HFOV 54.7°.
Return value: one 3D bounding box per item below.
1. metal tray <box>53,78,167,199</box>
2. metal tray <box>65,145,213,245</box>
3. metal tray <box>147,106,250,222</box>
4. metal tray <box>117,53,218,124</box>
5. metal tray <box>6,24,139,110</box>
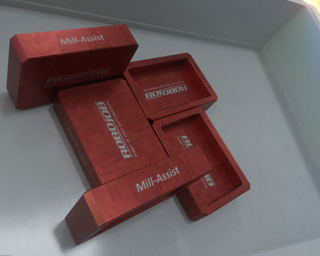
[{"bbox_3d":[-0.057,0.008,0.365,0.091,0.030,0.130,-19,72,-36],"label":"metal tray"},{"bbox_3d":[-0.020,0.066,0.310,0.131,0.090,0.030,-19,72,-35],"label":"metal tray"},{"bbox_3d":[0.048,0.041,0.402,0.091,0.030,0.130,-19,72,-36],"label":"metal tray"},{"bbox_3d":[0.010,-0.056,0.441,0.131,0.030,0.090,-19,72,-35],"label":"metal tray"},{"bbox_3d":[-0.098,-0.069,0.350,0.131,0.090,0.030,-20,73,-36],"label":"metal tray"}]
